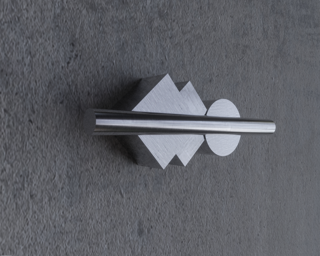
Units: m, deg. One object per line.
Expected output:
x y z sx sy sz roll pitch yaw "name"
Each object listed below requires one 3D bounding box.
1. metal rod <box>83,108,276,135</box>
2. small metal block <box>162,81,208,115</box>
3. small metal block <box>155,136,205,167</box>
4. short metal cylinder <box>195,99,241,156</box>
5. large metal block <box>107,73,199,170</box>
0.051 -0.003 0.381 0.302 0.025 0.025 1 90 -40 "metal rod"
0.027 -0.033 0.413 0.025 0.050 0.050 -50 120 -28 "small metal block"
0.023 0.022 0.410 0.050 0.050 0.025 -50 120 -28 "small metal block"
0.073 -0.001 0.450 0.081 0.050 0.080 0 90 -40 "short metal cylinder"
-0.009 -0.008 0.380 0.080 0.050 0.080 -50 119 -28 "large metal block"
